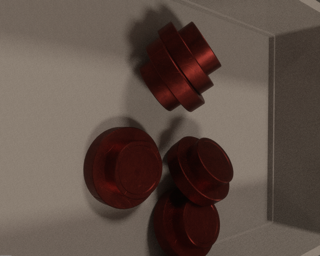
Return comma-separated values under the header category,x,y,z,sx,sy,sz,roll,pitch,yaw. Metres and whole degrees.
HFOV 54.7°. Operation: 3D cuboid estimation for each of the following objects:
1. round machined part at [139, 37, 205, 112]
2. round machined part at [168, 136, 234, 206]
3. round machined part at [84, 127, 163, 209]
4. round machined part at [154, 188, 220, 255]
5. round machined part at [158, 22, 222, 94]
category,x,y,z,sx,sy,sz,roll,pitch,yaw
round machined part,0.011,-0.060,0.384,0.098,0.042,0.098,52,14,-19
round machined part,0.061,0.052,0.419,0.098,0.042,0.098,30,39,-27
round machined part,-0.036,0.047,0.367,0.099,0.042,0.097,0,90,-40
round machined part,0.043,0.126,0.416,0.099,0.042,0.098,18,61,-36
round machined part,0.043,-0.096,0.397,0.098,0.042,0.098,52,14,-18
